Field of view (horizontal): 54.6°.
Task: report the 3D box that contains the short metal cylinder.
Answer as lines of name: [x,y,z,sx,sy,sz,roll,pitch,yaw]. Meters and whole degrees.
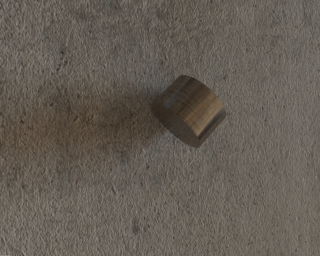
short metal cylinder: [0.036,-0.020,0.393,0.080,0.080,0.050,46,76,-14]
